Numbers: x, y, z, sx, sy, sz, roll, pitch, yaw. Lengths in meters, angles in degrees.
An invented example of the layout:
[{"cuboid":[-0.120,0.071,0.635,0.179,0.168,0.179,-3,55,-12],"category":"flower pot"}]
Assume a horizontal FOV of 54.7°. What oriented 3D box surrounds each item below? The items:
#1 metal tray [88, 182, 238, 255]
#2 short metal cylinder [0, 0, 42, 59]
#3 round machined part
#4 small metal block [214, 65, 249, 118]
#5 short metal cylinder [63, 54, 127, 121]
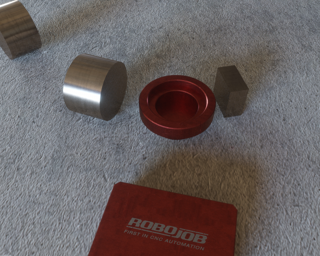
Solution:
[{"cuboid":[0.006,0.110,0.307,0.131,0.030,0.090,10,51,8],"category":"metal tray"},{"cuboid":[-0.235,-0.157,0.498,0.050,0.080,0.080,-33,58,-25],"category":"short metal cylinder"},{"cuboid":[0.022,-0.023,0.412,0.099,0.042,0.098,0,50,0],"category":"round machined part"},{"cuboid":[0.097,-0.051,0.430,0.025,0.050,0.050,-9,51,-8],"category":"small metal block"},{"cuboid":[-0.084,-0.054,0.413,0.050,0.080,0.080,16,52,13],"category":"short metal cylinder"}]
